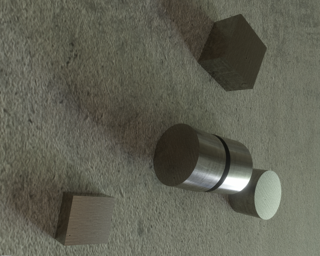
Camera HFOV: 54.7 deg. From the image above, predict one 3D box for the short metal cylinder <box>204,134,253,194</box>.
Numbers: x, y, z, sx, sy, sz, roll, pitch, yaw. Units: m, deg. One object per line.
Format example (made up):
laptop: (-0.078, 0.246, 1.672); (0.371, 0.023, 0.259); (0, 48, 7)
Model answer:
short metal cylinder: (0.082, 0.052, 0.438); (0.050, 0.080, 0.080); (15, 81, -39)

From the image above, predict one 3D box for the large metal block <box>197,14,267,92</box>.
large metal block: (0.115, -0.114, 0.484); (0.080, 0.050, 0.080); (37, 68, -34)

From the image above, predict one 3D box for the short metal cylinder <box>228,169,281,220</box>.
short metal cylinder: (0.161, 0.109, 0.524); (0.081, 0.050, 0.079); (0, 90, -40)

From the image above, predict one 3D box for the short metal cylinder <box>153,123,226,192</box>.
short metal cylinder: (0.037, 0.039, 0.400); (0.050, 0.080, 0.080); (21, 77, -38)

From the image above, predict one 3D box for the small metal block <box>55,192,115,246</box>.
small metal block: (-0.081, 0.098, 0.337); (0.050, 0.025, 0.050); (14, 81, -39)
